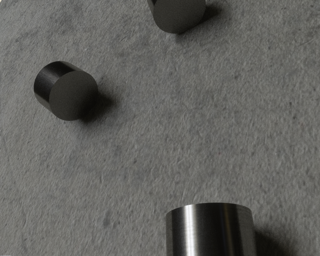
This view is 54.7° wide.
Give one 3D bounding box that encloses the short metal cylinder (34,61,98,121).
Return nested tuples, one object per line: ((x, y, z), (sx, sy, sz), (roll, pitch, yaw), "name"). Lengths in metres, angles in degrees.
((-0.144, -0.057, 0.477), (0.050, 0.080, 0.080), (31, 79, 37), "short metal cylinder")

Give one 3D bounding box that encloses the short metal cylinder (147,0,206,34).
((0.024, -0.193, 0.473), (0.080, 0.080, 0.050), (-25, 53, 12), "short metal cylinder")

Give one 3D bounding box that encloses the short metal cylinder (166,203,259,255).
((0.046, 0.104, 0.280), (0.080, 0.080, 0.050), (-14, 56, 20), "short metal cylinder")
